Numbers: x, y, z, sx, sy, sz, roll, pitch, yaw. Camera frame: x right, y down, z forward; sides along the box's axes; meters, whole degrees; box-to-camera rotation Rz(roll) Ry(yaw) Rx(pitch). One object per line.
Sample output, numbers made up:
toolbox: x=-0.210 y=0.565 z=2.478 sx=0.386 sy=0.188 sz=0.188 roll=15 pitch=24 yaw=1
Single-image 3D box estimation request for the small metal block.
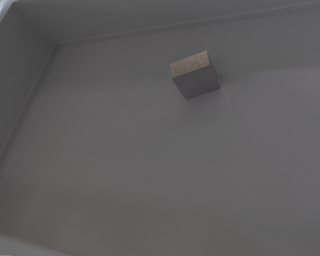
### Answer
small metal block: x=0.047 y=-0.068 z=0.407 sx=0.050 sy=0.050 sz=0.025 roll=-17 pitch=55 yaw=18
